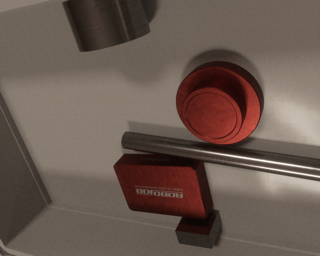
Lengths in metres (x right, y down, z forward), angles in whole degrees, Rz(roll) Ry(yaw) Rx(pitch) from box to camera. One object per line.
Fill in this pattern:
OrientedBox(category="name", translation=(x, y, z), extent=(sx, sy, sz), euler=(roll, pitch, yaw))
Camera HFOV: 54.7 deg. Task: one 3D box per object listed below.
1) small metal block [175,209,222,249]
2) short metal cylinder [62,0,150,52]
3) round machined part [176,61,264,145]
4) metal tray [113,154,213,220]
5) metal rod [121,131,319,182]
OrientedBox(category="small metal block", translation=(0.057, 0.144, 0.450), extent=(0.050, 0.050, 0.025), euler=(-2, 118, 29))
OrientedBox(category="short metal cylinder", translation=(-0.055, -0.118, 0.328), extent=(0.080, 0.080, 0.050), euler=(-1, 118, 28))
OrientedBox(category="round machined part", translation=(0.063, -0.022, 0.350), extent=(0.098, 0.042, 0.097), euler=(13, 124, 20))
OrientedBox(category="metal tray", translation=(0.004, 0.084, 0.454), extent=(0.130, 0.030, 0.089), euler=(-2, 118, 28))
OrientedBox(category="metal rod", translation=(0.088, 0.035, 0.383), extent=(0.301, 0.025, 0.025), euler=(7, 122, 24))
